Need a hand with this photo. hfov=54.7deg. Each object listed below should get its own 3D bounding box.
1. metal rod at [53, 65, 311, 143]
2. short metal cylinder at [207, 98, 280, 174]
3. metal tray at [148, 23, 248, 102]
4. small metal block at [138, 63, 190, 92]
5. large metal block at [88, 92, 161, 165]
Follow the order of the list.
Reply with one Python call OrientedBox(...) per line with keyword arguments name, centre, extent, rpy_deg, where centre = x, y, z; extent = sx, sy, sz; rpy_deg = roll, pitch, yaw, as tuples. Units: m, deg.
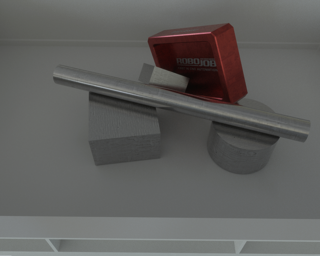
OrientedBox(name="metal rod", centre=(0.015, -0.032, 0.364), extent=(0.301, 0.025, 0.025), rpy_deg=(14, 51, 11))
OrientedBox(name="short metal cylinder", centre=(0.101, 0.009, 0.381), extent=(0.081, 0.050, 0.080), rpy_deg=(0, 50, 0))
OrientedBox(name="metal tray", centre=(0.044, -0.081, 0.397), extent=(0.030, 0.090, 0.130), rpy_deg=(-33, 28, -26))
OrientedBox(name="small metal block", centre=(0.004, -0.065, 0.414), extent=(0.050, 0.025, 0.050), rpy_deg=(15, 10, -22))
OrientedBox(name="large metal block", centre=(-0.045, -0.004, 0.390), extent=(0.081, 0.050, 0.080), rpy_deg=(-6, 50, -6))
